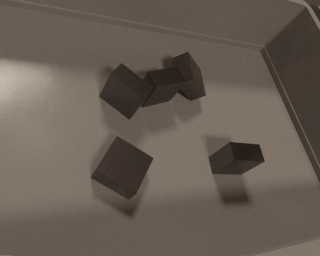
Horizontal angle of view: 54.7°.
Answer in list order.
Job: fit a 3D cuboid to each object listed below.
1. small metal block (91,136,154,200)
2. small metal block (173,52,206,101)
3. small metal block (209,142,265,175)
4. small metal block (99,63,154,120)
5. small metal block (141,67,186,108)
[{"bbox_3d":[-0.043,0.046,0.356,0.050,0.025,0.050,32,51,-8],"label":"small metal block"},{"bbox_3d":[0.044,-0.076,0.462,0.050,0.025,0.050,39,38,-53],"label":"small metal block"},{"bbox_3d":[0.103,0.043,0.421,0.050,0.050,0.025,6,59,-26],"label":"small metal block"},{"bbox_3d":[-0.044,-0.045,0.395,0.050,0.050,0.025,38,51,-3],"label":"small metal block"},{"bbox_3d":[0.000,-0.056,0.425,0.050,0.050,0.025,-17,71,-35],"label":"small metal block"}]
